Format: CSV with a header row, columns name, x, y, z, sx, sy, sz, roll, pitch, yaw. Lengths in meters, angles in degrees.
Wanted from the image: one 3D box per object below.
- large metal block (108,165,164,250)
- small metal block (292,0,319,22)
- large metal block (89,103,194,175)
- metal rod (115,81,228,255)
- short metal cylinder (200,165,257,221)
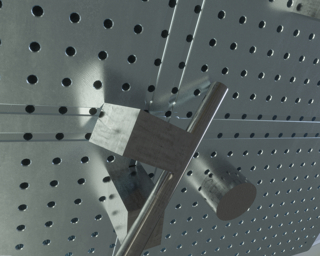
name,x,y,z,sx,sy,sz,roll,pitch,yaw
large metal block,-0.036,0.111,0.426,0.050,0.080,0.079,-9,123,-24
small metal block,0.220,-0.159,0.419,0.050,0.050,0.025,4,117,-31
large metal block,-0.023,0.012,0.363,0.080,0.080,0.050,24,83,-37
metal rod,0.010,0.066,0.377,0.025,0.025,0.300,47,65,-40
short metal cylinder,0.116,0.111,0.530,0.081,0.050,0.079,-14,125,-21
